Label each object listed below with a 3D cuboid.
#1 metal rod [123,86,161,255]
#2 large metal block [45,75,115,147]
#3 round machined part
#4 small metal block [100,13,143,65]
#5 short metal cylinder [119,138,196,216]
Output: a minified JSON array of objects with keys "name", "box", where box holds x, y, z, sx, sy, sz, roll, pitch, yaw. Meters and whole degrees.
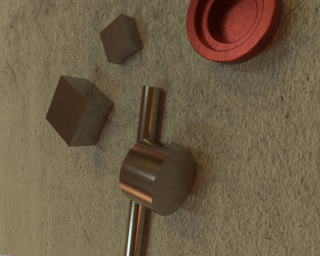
[{"name":"metal rod","box":[-0.028,0.093,0.426,0.025,0.025,0.298,11,97,39]},{"name":"large metal block","box":[-0.129,-0.027,0.492,0.080,0.050,0.079,41,115,32]},{"name":"round machined part","box":[0.080,-0.116,0.327,0.098,0.042,0.097,0,90,39]},{"name":"small metal block","box":[-0.057,-0.127,0.449,0.050,0.025,0.050,-27,73,36]},{"name":"short metal cylinder","box":[-0.001,0.057,0.368,0.050,0.081,0.079,17,101,38]}]
